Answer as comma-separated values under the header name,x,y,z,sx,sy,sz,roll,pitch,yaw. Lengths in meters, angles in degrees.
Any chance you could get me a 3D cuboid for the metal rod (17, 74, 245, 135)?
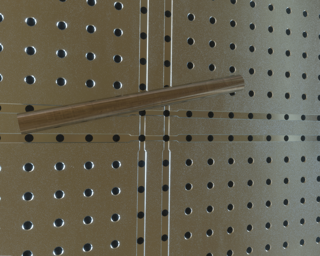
name,x,y,z,sx,sy,sz,roll,pitch,yaw
metal rod,-0.022,-0.036,0.405,0.302,0.025,0.025,-13,95,-20
